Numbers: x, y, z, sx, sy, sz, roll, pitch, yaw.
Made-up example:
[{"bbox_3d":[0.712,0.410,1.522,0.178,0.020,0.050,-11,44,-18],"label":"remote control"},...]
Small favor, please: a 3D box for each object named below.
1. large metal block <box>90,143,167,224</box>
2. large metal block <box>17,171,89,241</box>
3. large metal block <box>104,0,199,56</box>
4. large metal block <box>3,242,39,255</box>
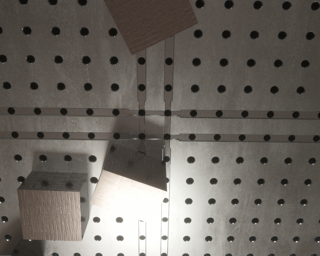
[{"bbox_3d":[-0.038,0.070,0.409,0.080,0.080,0.050,21,109,-8],"label":"large metal block"},{"bbox_3d":[-0.147,0.110,0.439,0.081,0.050,0.079,3,110,-2],"label":"large metal block"},{"bbox_3d":[-0.012,-0.139,0.349,0.080,0.050,0.080,-24,109,8],"label":"large metal block"},{"bbox_3d":[-0.235,0.237,0.468,0.080,0.080,0.050,-43,105,14],"label":"large metal block"}]
